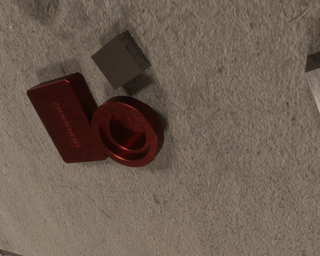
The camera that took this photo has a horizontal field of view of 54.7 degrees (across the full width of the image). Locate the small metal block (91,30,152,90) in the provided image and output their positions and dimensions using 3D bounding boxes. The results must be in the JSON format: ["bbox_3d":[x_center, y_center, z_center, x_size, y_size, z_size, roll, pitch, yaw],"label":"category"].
[{"bbox_3d":[-0.048,-0.082,0.380,0.050,0.025,0.050,-26,104,37],"label":"small metal block"}]

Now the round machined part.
[{"bbox_3d":[-0.039,0.001,0.416,0.098,0.042,0.097,13,124,20],"label":"round machined part"}]

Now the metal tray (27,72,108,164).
[{"bbox_3d":[-0.131,-0.011,0.464,0.090,0.030,0.129,-8,115,31],"label":"metal tray"}]

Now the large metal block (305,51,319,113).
[{"bbox_3d":[0.184,-0.035,0.272,0.080,0.050,0.080,-17,110,34],"label":"large metal block"}]
